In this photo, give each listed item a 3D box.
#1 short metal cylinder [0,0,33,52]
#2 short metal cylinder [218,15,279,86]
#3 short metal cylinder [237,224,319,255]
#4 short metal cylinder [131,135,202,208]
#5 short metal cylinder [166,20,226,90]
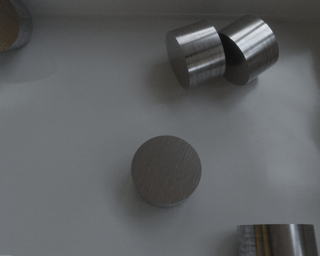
[{"bbox_3d":[-0.225,-0.146,0.427,0.081,0.050,0.079,-1,107,-3],"label":"short metal cylinder"},{"bbox_3d":[0.112,-0.104,0.420,0.050,0.080,0.080,-34,74,-12],"label":"short metal cylinder"},{"bbox_3d":[0.126,0.131,0.334,0.081,0.080,0.050,0,70,0],"label":"short metal cylinder"},{"bbox_3d":[0.007,0.054,0.377,0.081,0.050,0.080,0,70,0],"label":"short metal cylinder"},{"bbox_3d":[0.046,-0.098,0.417,0.050,0.080,0.080,-21,72,-8],"label":"short metal cylinder"}]
